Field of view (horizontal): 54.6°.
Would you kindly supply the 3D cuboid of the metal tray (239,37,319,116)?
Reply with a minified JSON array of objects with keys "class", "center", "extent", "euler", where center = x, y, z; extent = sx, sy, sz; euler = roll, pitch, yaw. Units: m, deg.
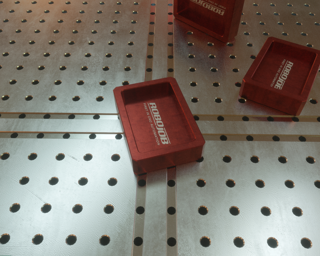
[{"class":"metal tray","center":[0.188,-0.084,0.475],"extent":[0.090,0.030,0.130],"euler":[24,54,18]}]

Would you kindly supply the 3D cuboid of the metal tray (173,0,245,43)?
[{"class":"metal tray","center":[0.082,-0.220,0.550],"extent":[0.130,0.090,0.030],"euler":[37,59,26]}]

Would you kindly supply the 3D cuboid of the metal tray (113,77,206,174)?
[{"class":"metal tray","center":[-0.005,-0.009,0.411],"extent":[0.091,0.030,0.130],"euler":[-12,51,-10]}]
